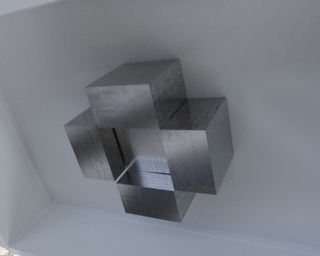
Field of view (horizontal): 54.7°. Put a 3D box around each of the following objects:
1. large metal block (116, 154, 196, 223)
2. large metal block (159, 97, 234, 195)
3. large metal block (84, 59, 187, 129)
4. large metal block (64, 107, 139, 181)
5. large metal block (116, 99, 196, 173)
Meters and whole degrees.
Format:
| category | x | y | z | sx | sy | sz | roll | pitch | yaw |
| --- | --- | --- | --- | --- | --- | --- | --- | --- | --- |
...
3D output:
| category | x | y | z | sx | sy | sz | roll | pitch | yaw |
| --- | --- | --- | --- | --- | --- | --- | --- | --- | --- |
| large metal block | 0.002 | 0.074 | 0.416 | 0.080 | 0.080 | 0.050 | 2 | 119 | 27 |
| large metal block | 0.047 | 0.018 | 0.358 | 0.050 | 0.080 | 0.080 | 1 | 119 | 28 |
| large metal block | -0.024 | -0.040 | 0.359 | 0.080 | 0.080 | 0.050 | 1 | 119 | 28 |
| large metal block | -0.071 | 0.013 | 0.418 | 0.050 | 0.080 | 0.080 | 1 | 119 | 28 |
| large metal block | -0.005 | 0.010 | 0.398 | 0.080 | 0.050 | 0.080 | 1 | 119 | 28 |
